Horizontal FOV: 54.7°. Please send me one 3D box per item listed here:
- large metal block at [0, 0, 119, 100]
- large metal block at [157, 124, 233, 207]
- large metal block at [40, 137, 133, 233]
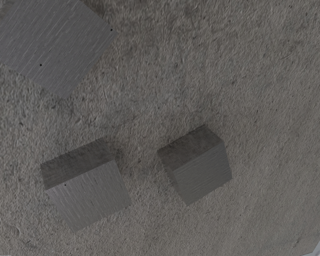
[{"bbox_3d":[-0.100,-0.086,0.283,0.080,0.050,0.080,34,99,-39],"label":"large metal block"},{"bbox_3d":[0.052,0.054,0.453,0.080,0.050,0.080,-29,128,-10],"label":"large metal block"},{"bbox_3d":[-0.090,0.071,0.385,0.081,0.050,0.080,-24,127,-14],"label":"large metal block"}]
